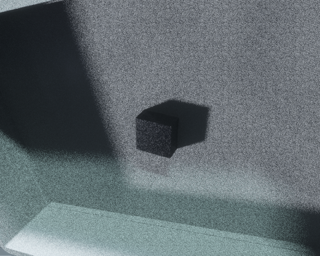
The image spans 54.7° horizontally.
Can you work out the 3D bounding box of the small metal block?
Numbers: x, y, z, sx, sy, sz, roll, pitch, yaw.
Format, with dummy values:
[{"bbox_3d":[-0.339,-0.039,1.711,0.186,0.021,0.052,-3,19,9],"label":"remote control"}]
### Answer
[{"bbox_3d":[-0.004,0.008,0.414,0.050,0.025,0.050,14,124,20],"label":"small metal block"}]
